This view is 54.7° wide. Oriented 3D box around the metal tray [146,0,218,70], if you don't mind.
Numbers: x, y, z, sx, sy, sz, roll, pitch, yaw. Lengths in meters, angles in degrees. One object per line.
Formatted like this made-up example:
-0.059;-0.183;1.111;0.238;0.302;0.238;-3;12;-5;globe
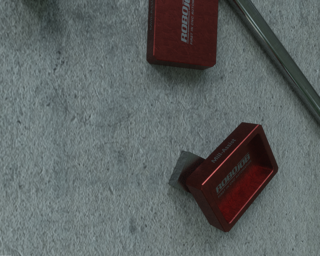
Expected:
0.031;-0.149;0.419;0.091;0.030;0.129;3;89;-21;metal tray

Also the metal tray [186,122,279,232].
0.104;0.065;0.426;0.131;0.030;0.090;-41;118;-23;metal tray

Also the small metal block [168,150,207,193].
0.047;0.064;0.428;0.050;0.025;0.050;26;81;-19;small metal block

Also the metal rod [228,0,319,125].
0.187;-0.110;0.479;0.025;0.025;0.300;-46;105;-14;metal rod
